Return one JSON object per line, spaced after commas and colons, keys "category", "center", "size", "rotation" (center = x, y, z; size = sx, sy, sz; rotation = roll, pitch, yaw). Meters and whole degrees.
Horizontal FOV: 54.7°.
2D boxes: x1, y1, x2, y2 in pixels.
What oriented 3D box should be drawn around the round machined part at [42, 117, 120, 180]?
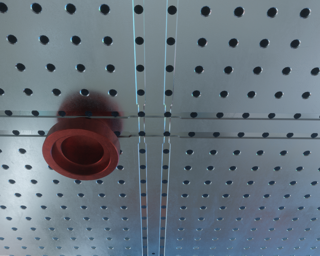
{"category": "round machined part", "center": [-0.103, 0.024, 0.419], "size": [0.099, 0.042, 0.097], "rotation": [-1, 130, 0]}
